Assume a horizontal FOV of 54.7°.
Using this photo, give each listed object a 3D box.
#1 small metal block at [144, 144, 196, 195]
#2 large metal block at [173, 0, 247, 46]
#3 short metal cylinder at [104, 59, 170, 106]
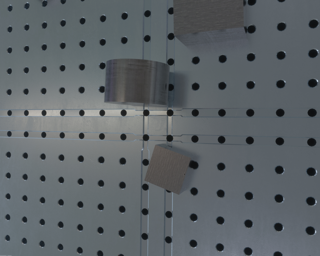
[{"bbox_3d":[0.013,0.053,0.408,0.050,0.025,0.050,19,96,19],"label":"small metal block"},{"bbox_3d":[0.062,-0.150,0.377,0.080,0.050,0.080,-1,90,20],"label":"large metal block"},{"bbox_3d":[-0.029,-0.055,0.394,0.080,0.080,0.050,4,91,20],"label":"short metal cylinder"}]
